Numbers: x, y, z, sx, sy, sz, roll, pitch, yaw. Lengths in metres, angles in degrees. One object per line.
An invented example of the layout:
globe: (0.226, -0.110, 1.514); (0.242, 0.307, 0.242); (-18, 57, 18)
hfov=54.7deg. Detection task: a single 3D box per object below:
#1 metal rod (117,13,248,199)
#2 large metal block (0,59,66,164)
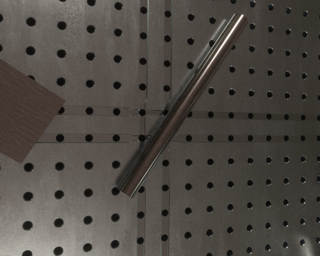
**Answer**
metal rod: (0.037, -0.038, 0.427); (0.025, 0.025, 0.300); (37, 78, -17)
large metal block: (-0.163, -0.018, 0.339); (0.080, 0.050, 0.080); (35, 79, -17)
